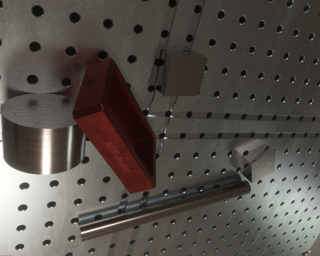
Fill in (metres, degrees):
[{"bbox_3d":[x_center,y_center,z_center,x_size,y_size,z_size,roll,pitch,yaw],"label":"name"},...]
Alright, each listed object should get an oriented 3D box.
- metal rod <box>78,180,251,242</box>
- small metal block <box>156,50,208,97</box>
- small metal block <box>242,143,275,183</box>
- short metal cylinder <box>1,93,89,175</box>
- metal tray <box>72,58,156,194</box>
[{"bbox_3d":[0.022,0.129,0.505,0.303,0.025,0.025,-9,122,-24],"label":"metal rod"},{"bbox_3d":[0.026,-0.068,0.385,0.050,0.025,0.050,-4,120,-27],"label":"small metal block"},{"bbox_3d":[0.175,0.063,0.549,0.050,0.025,0.050,-24,128,-14],"label":"small metal block"},{"bbox_3d":[-0.116,0.003,0.315,0.081,0.080,0.050,-3,120,-27],"label":"short metal cylinder"},{"bbox_3d":[-0.042,0.000,0.344,0.030,0.090,0.130,-17,130,13],"label":"metal tray"}]
